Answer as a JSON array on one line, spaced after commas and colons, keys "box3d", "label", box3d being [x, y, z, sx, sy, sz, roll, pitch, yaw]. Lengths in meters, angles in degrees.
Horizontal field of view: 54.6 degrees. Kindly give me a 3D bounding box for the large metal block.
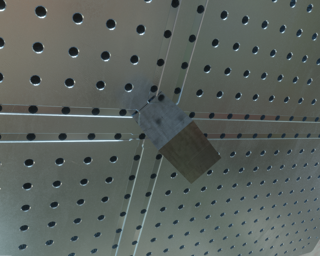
[{"box3d": [0.021, 0.012, 0.393, 0.050, 0.080, 0.080, -41, 130, 0], "label": "large metal block"}]
